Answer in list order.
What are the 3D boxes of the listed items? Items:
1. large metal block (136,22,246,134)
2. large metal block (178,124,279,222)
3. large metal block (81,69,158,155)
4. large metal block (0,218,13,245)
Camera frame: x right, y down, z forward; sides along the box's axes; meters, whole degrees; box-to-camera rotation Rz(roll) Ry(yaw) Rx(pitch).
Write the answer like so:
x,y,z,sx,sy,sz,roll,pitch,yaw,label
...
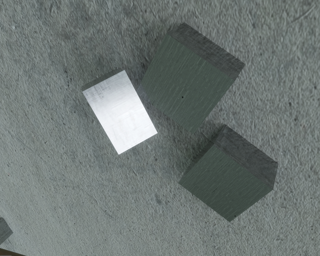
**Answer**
x,y,z,sx,sy,sz,roll,pitch,yaw,label
0.032,-0.054,0.340,0.080,0.050,0.079,36,129,4,large metal block
0.083,0.056,0.382,0.080,0.050,0.080,37,129,3,large metal block
-0.052,-0.024,0.376,0.050,0.080,0.080,-29,107,-8,large metal block
-0.430,0.266,0.763,0.080,0.080,0.050,-6,116,31,large metal block
